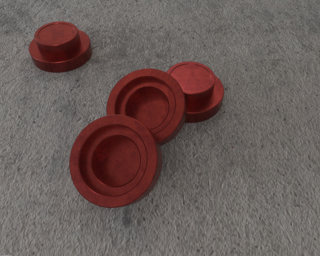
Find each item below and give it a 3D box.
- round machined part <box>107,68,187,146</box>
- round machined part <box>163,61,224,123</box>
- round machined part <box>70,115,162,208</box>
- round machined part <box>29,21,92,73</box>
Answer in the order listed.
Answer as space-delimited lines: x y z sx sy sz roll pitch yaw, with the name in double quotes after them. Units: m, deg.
-0.014 -0.022 0.393 0.098 0.042 0.098 -3 76 13 "round machined part"
0.042 -0.057 0.440 0.099 0.042 0.098 0 50 0 "round machined part"
-0.045 0.037 0.342 0.098 0.042 0.098 -3 78 13 "round machined part"
-0.164 -0.138 0.507 0.099 0.042 0.098 0 50 0 "round machined part"
